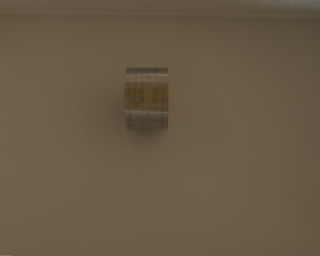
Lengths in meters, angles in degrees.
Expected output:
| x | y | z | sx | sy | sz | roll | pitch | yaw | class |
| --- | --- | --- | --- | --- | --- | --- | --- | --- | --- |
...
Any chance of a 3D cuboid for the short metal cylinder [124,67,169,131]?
| x | y | z | sx | sy | sz | roll | pitch | yaw | class |
| --- | --- | --- | --- | --- | --- | --- | --- | --- | --- |
| -0.016 | -0.036 | 0.391 | 0.050 | 0.080 | 0.080 | 0 | 70 | 0 | short metal cylinder |
